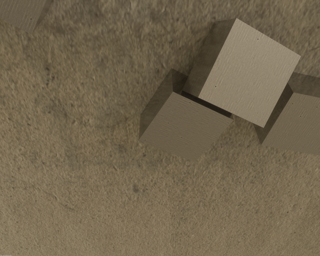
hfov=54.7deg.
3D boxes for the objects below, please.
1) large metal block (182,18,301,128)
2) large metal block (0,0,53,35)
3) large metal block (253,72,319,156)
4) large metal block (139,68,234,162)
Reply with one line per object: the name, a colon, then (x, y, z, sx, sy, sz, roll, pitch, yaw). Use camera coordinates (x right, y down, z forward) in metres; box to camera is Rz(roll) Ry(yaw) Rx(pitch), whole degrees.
large metal block: (0.082, -0.056, 0.323, 0.080, 0.050, 0.080, 23, 98, -19)
large metal block: (-0.129, -0.144, 0.267, 0.080, 0.050, 0.080, 27, 125, -22)
large metal block: (0.172, -0.018, 0.379, 0.081, 0.050, 0.079, 10, 130, -9)
large metal block: (0.029, -0.013, 0.380, 0.080, 0.050, 0.080, 23, 126, -19)
